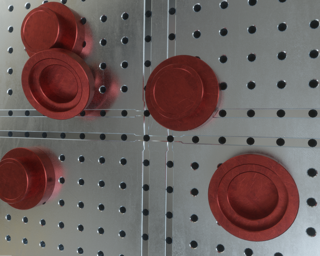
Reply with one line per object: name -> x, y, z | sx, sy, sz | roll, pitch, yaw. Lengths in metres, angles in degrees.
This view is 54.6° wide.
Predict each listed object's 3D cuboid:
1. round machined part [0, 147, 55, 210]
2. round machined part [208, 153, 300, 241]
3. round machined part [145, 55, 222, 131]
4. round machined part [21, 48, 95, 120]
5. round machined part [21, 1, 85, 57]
round machined part -> -0.217, 0.079, 0.481 | 0.098, 0.042, 0.097 | 0, 90, 20
round machined part -> 0.109, 0.078, 0.365 | 0.098, 0.042, 0.097 | 0, 90, 20
round machined part -> 0.026, -0.044, 0.395 | 0.098, 0.042, 0.097 | 0, 90, 20
round machined part -> -0.140, -0.064, 0.441 | 0.098, 0.042, 0.097 | 3, 112, 8
round machined part -> -0.166, -0.140, 0.463 | 0.098, 0.042, 0.097 | 0, 90, 20
